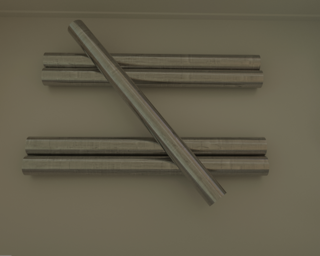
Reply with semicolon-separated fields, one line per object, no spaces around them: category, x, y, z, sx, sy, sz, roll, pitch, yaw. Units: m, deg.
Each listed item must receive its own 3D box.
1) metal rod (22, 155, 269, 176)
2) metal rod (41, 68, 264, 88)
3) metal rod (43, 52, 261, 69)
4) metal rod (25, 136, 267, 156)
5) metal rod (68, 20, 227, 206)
metal rod;-0.017;0.047;0.390;0.302;0.025;0.025;0;70;0
metal rod;-0.010;-0.070;0.433;0.302;0.025;0.025;1;70;0
metal rod;-0.011;-0.093;0.441;0.302;0.025;0.025;1;70;0
metal rod;-0.017;0.024;0.399;0.302;0.025;0.025;0;70;0
metal rod;-0.026;-0.030;0.393;0.025;0.025;0.300;-36;74;-12
